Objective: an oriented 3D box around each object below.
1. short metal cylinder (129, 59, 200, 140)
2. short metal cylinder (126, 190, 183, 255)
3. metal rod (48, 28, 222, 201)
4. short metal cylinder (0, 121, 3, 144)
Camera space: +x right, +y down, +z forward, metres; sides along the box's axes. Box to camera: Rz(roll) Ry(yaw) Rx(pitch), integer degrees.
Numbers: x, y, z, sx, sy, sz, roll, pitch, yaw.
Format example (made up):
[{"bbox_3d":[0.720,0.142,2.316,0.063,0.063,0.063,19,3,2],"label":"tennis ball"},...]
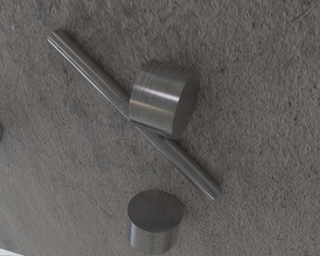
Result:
[{"bbox_3d":[0.007,-0.032,0.348,0.050,0.080,0.079,19,126,17],"label":"short metal cylinder"},{"bbox_3d":[-0.009,0.139,0.462,0.080,0.080,0.050,19,126,17],"label":"short metal cylinder"},{"bbox_3d":[-0.031,-0.015,0.413,0.300,0.025,0.025,45,129,-4],"label":"metal rod"},{"bbox_3d":[-0.333,0.008,0.552,0.050,0.080,0.080,-3,117,29],"label":"short metal cylinder"}]
